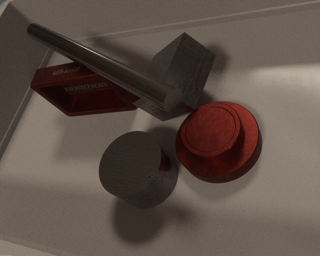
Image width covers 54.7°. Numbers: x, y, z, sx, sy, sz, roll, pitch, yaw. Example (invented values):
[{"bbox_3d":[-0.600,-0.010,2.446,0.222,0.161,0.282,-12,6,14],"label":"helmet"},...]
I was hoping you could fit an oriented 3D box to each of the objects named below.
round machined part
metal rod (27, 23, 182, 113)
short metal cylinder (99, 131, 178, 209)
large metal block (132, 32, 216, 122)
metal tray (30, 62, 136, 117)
[{"bbox_3d":[0.063,0.010,0.355,0.098,0.042,0.098,-13,56,20],"label":"round machined part"},{"bbox_3d":[-0.090,-0.088,0.387,0.300,0.025,0.025,31,79,37],"label":"metal rod"},{"bbox_3d":[-0.025,0.050,0.371,0.080,0.050,0.080,-13,56,20],"label":"short metal cylinder"},{"bbox_3d":[0.016,-0.061,0.394,0.080,0.050,0.080,-18,46,61],"label":"large metal block"},{"bbox_3d":[-0.108,-0.056,0.452,0.130,0.090,0.030,-4,60,26],"label":"metal tray"}]
